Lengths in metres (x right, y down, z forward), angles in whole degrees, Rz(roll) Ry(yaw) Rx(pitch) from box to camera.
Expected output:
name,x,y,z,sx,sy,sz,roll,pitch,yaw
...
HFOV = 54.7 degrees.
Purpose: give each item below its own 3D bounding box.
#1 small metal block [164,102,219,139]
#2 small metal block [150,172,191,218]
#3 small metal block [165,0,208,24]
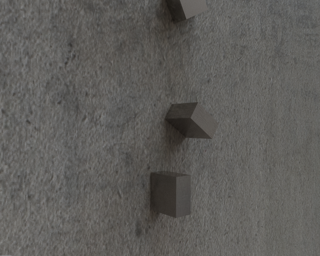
name,x,y,z,sx,sy,sz,roll,pitch,yaw
small metal block,0.044,-0.009,0.427,0.050,0.050,0.025,41,65,-33
small metal block,0.013,0.084,0.402,0.025,0.050,0.050,1,90,-40
small metal block,0.036,-0.182,0.436,0.050,0.025,0.050,-36,112,-34
